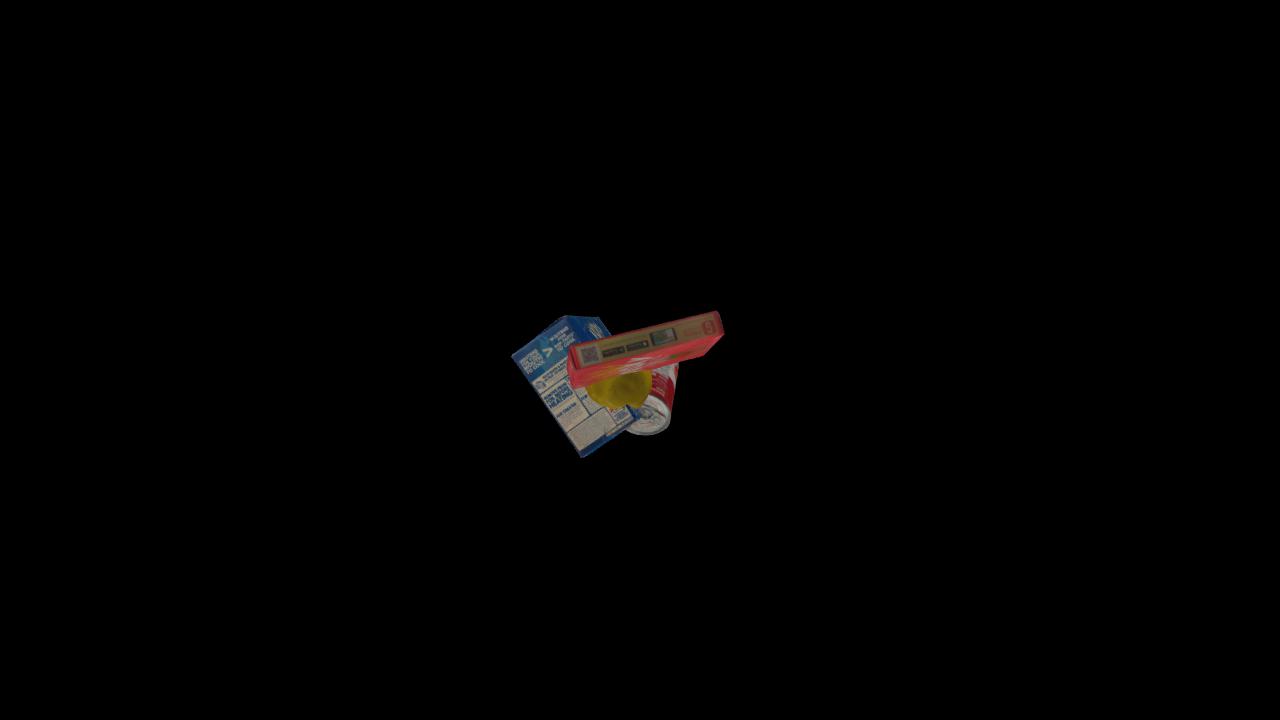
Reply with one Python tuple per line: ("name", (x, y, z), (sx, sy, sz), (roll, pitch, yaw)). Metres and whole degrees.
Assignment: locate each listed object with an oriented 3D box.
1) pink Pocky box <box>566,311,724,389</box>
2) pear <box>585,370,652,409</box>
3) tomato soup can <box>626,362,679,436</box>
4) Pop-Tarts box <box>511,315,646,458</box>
("pink Pocky box", (0.003, -0.009, 0.631), (0.155, 0.029, 0.084), (-14, -12, -12))
("pear", (-0.033, 0.018, 0.703), (0.080, 0.080, 0.111), (0, 13, -17))
("tomato soup can", (0.009, 0.032, 0.744), (0.068, 0.068, 0.101), (0, 38, 10))
("Pop-Tarts box", (-0.059, 0.025, 0.746), (0.083, 0.141, 0.167), (-36, -3, 9))
